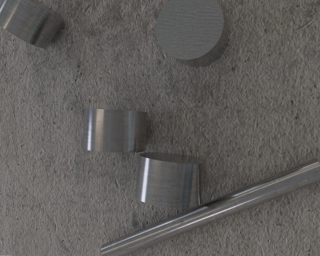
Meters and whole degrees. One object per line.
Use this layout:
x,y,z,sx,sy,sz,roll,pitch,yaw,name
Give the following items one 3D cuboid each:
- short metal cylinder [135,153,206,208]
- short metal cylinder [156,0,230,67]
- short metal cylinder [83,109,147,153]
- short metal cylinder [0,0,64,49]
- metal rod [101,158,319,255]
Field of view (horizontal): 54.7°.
0.013,0.060,0.375,0.080,0.080,0.050,7,92,20,short metal cylinder
0.042,-0.119,0.381,0.080,0.050,0.079,0,90,20,short metal cylinder
-0.057,0.002,0.400,0.080,0.080,0.050,4,91,20,short metal cylinder
-0.187,-0.158,0.446,0.080,0.080,0.050,38,102,16,short metal cylinder
0.052,0.110,0.390,0.300,0.025,0.025,-27,81,17,metal rod
